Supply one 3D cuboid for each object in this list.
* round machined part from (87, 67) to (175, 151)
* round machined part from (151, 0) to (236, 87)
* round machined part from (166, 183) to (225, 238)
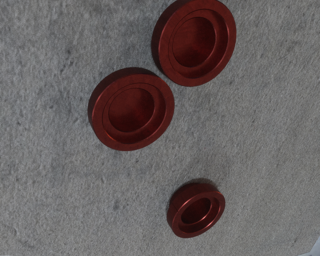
[{"bbox_3d":[-0.036,-0.025,0.362,0.099,0.042,0.097,-14,125,-21],"label":"round machined part"},{"bbox_3d":[0.035,-0.100,0.354,0.099,0.042,0.097,-14,125,-21],"label":"round machined part"},{"bbox_3d":[0.054,0.129,0.508,0.099,0.042,0.097,-14,125,-21],"label":"round machined part"}]
